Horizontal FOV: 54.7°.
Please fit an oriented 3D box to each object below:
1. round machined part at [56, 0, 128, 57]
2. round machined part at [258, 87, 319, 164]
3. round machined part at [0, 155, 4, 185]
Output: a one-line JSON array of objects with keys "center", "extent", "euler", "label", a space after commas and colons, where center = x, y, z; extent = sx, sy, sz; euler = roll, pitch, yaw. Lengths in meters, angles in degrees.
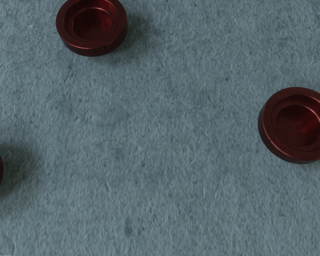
[{"center": [-0.096, -0.145, 0.451], "extent": [0.099, 0.042, 0.098], "euler": [0, 70, -1], "label": "round machined part"}, {"center": [0.176, 0.000, 0.401], "extent": [0.099, 0.042, 0.098], "euler": [0, 70, -1], "label": "round machined part"}, {"center": [-0.239, 0.059, 0.375], "extent": [0.099, 0.042, 0.098], "euler": [0, 70, -1], "label": "round machined part"}]
